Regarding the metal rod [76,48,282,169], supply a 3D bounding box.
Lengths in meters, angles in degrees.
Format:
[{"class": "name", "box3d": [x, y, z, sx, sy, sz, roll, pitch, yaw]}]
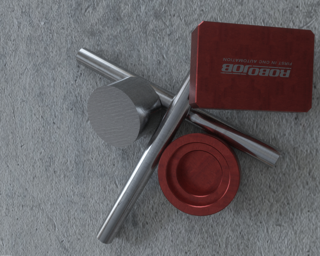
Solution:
[{"class": "metal rod", "box3d": [0.012, -0.034, 0.407, 0.300, 0.025, 0.025, 30, 100, 17]}]

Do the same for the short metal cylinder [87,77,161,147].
[{"class": "short metal cylinder", "box3d": [-0.046, -0.022, 0.399, 0.080, 0.050, 0.079, 13, 116, 27]}]

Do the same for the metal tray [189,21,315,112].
[{"class": "metal tray", "box3d": [0.101, -0.064, 0.342, 0.131, 0.030, 0.089, 2, 91, -8]}]

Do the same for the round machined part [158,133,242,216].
[{"class": "round machined part", "box3d": [0.051, 0.055, 0.383, 0.098, 0.042, 0.097, 0, 90, 20]}]

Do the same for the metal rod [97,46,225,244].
[{"class": "metal rod", "box3d": [-0.007, 0.030, 0.394, 0.025, 0.025, 0.298, 35, 108, 16]}]
